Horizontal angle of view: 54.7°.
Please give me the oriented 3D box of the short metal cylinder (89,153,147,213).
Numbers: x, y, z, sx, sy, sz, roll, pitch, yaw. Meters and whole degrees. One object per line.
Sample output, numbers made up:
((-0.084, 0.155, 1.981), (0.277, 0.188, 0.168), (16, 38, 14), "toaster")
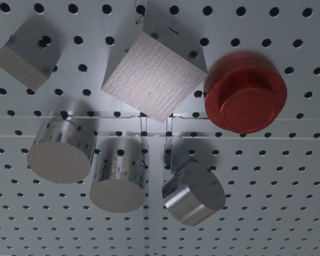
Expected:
((-0.061, 0.083, 0.466), (0.081, 0.050, 0.079), (0, 130, 0), "short metal cylinder")

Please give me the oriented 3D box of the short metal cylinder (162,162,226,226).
((0.050, 0.097, 0.458), (0.080, 0.080, 0.050), (30, 124, -23), "short metal cylinder")

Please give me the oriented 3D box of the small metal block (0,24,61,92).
((-0.140, -0.075, 0.330), (0.025, 0.050, 0.050), (-34, 123, 25), "small metal block")

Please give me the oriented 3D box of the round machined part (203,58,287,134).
((0.104, -0.031, 0.375), (0.099, 0.042, 0.097), (0, 130, 0), "round machined part")

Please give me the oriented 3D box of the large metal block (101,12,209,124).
((-0.007, -0.064, 0.341), (0.080, 0.050, 0.080), (29, 124, -22), "large metal block")

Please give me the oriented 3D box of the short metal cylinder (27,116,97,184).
((-0.130, 0.030, 0.420), (0.081, 0.050, 0.079), (0, 130, 0), "short metal cylinder")
